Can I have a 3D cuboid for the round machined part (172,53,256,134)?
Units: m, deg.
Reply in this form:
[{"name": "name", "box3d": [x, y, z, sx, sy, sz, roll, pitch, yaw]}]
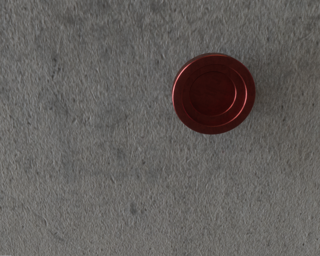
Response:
[{"name": "round machined part", "box3d": [0.064, -0.045, 0.385, 0.099, 0.042, 0.097, 0, 110, -1]}]
